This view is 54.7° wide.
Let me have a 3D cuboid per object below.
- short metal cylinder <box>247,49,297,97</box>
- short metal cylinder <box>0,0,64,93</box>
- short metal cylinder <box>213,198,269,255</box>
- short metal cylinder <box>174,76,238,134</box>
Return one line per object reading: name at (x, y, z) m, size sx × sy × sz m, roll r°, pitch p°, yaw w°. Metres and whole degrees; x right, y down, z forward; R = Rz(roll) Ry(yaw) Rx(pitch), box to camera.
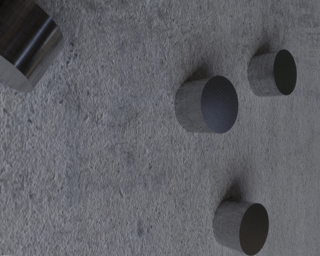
short metal cylinder at (0.203, -0.097, 0.558) m, size 0.081 × 0.050 × 0.080 m, roll 0°, pitch 90°, yaw -40°
short metal cylinder at (-0.130, -0.074, 0.260) m, size 0.080 × 0.080 × 0.050 m, roll 40°, pitch 66°, yaw -33°
short metal cylinder at (0.131, 0.156, 0.498) m, size 0.081 × 0.050 × 0.080 m, roll 0°, pitch 90°, yaw -40°
short metal cylinder at (0.067, -0.032, 0.445) m, size 0.081 × 0.050 × 0.080 m, roll 0°, pitch 90°, yaw -40°
